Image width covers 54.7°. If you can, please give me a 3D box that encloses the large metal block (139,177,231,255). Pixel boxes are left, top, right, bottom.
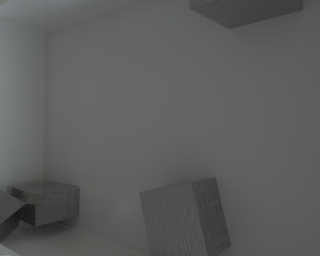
[{"bbox_3d":[0.028,0.107,0.367,0.080,0.050,0.080,-19,78,38],"label":"large metal block"}]

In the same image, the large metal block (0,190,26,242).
[{"bbox_3d":[-0.269,0.134,0.469,0.080,0.080,0.050,27,109,4],"label":"large metal block"}]

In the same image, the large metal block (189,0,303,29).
[{"bbox_3d":[0.084,-0.140,0.301,0.080,0.081,0.050,-2,89,40],"label":"large metal block"}]

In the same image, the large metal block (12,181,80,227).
[{"bbox_3d":[-0.197,0.127,0.534,0.080,0.081,0.050,1,91,40],"label":"large metal block"}]
